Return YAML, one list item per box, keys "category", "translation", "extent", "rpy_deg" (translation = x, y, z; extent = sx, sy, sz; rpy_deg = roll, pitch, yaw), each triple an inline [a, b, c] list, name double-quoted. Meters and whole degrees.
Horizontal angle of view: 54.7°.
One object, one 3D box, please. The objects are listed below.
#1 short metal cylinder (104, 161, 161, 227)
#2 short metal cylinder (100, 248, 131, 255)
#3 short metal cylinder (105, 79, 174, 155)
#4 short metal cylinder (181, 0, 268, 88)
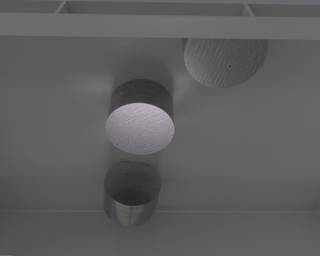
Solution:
- category: "short metal cylinder"
  translation: [-0.042, 0.095, 0.453]
  extent: [0.081, 0.080, 0.050]
  rpy_deg: [6, 130, -5]
- category: "short metal cylinder"
  translation: [-0.092, 0.293, 0.624]
  extent: [0.081, 0.080, 0.050]
  rpy_deg: [9, 130, -8]
- category: "short metal cylinder"
  translation: [-0.023, -0.013, 0.381]
  extent: [0.081, 0.050, 0.079]
  rpy_deg: [0, 130, 0]
- category: "short metal cylinder"
  translation: [0.063, -0.088, 0.318]
  extent: [0.081, 0.050, 0.079]
  rpy_deg: [0, 130, 0]
